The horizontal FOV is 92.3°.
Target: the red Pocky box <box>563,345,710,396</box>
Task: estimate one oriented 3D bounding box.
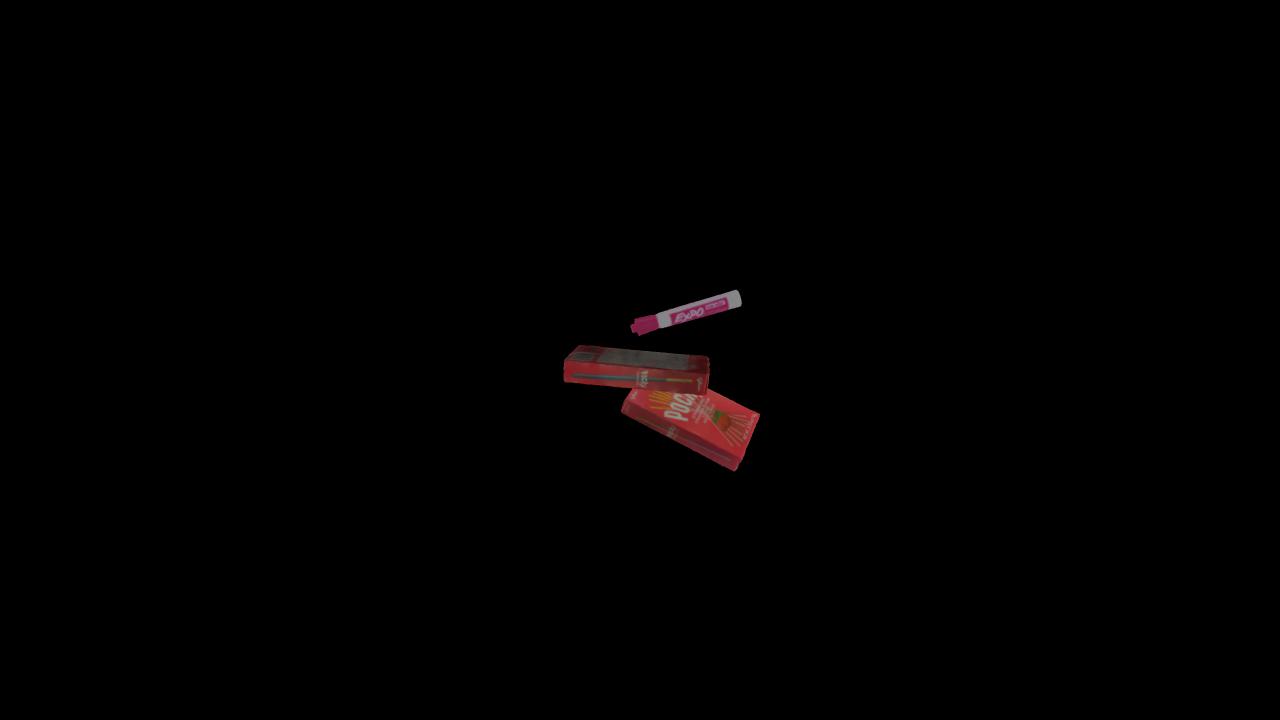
[{"bbox_3d":[-0.001,0.010,0.680,0.155,0.028,0.083,5,13,5],"label":"red Pocky box"}]

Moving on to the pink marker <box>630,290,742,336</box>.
[{"bbox_3d":[0.048,-0.050,0.653,0.121,0.020,0.020,-16,2,-7],"label":"pink marker"}]

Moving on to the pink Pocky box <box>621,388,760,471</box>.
[{"bbox_3d":[0.063,0.065,0.749,0.155,0.029,0.084,27,43,9],"label":"pink Pocky box"}]
